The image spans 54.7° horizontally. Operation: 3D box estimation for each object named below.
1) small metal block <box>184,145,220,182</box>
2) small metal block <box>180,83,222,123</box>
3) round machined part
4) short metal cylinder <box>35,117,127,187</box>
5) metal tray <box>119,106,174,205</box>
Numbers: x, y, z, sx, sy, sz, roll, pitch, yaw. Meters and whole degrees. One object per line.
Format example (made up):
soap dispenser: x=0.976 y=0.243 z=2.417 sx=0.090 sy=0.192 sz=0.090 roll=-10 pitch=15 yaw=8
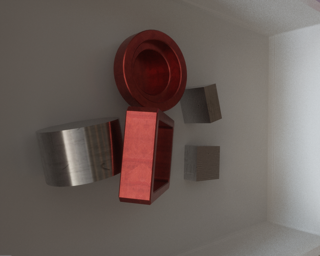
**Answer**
small metal block: x=0.063 y=0.051 z=0.462 sx=0.050 sy=0.025 sz=0.050 roll=3 pitch=88 yaw=-40
small metal block: x=0.056 y=-0.034 z=0.440 sx=0.025 sy=0.050 sz=0.050 roll=-21 pitch=104 yaw=-38
round machined part: x=-0.016 y=-0.068 z=0.384 sx=0.099 sy=0.042 sz=0.097 roll=0 pitch=90 yaw=-40
short metal cylinder: x=-0.076 y=0.021 z=0.308 sx=0.081 sy=0.080 sz=0.050 roll=-15 pitch=100 yaw=-39
metal tray: x=-0.009 y=0.029 z=0.347 sx=0.130 sy=0.030 sz=0.089 roll=24 pitch=70 yaw=-80
